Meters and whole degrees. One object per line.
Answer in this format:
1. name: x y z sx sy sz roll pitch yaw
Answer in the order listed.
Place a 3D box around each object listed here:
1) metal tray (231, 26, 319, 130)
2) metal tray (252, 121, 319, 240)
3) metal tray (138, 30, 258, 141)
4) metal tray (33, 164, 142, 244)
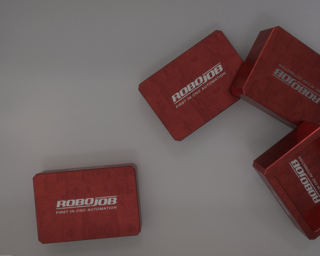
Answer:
1. metal tray: 0.166 -0.055 0.392 0.131 0.030 0.090 27 90 -17
2. metal tray: 0.188 0.067 0.390 0.090 0.030 0.130 -38 109 0
3. metal tray: 0.049 -0.054 0.409 0.130 0.030 0.090 -35 90 0
4. metal tray: -0.093 0.098 0.408 0.131 0.030 0.089 -5 90 0
